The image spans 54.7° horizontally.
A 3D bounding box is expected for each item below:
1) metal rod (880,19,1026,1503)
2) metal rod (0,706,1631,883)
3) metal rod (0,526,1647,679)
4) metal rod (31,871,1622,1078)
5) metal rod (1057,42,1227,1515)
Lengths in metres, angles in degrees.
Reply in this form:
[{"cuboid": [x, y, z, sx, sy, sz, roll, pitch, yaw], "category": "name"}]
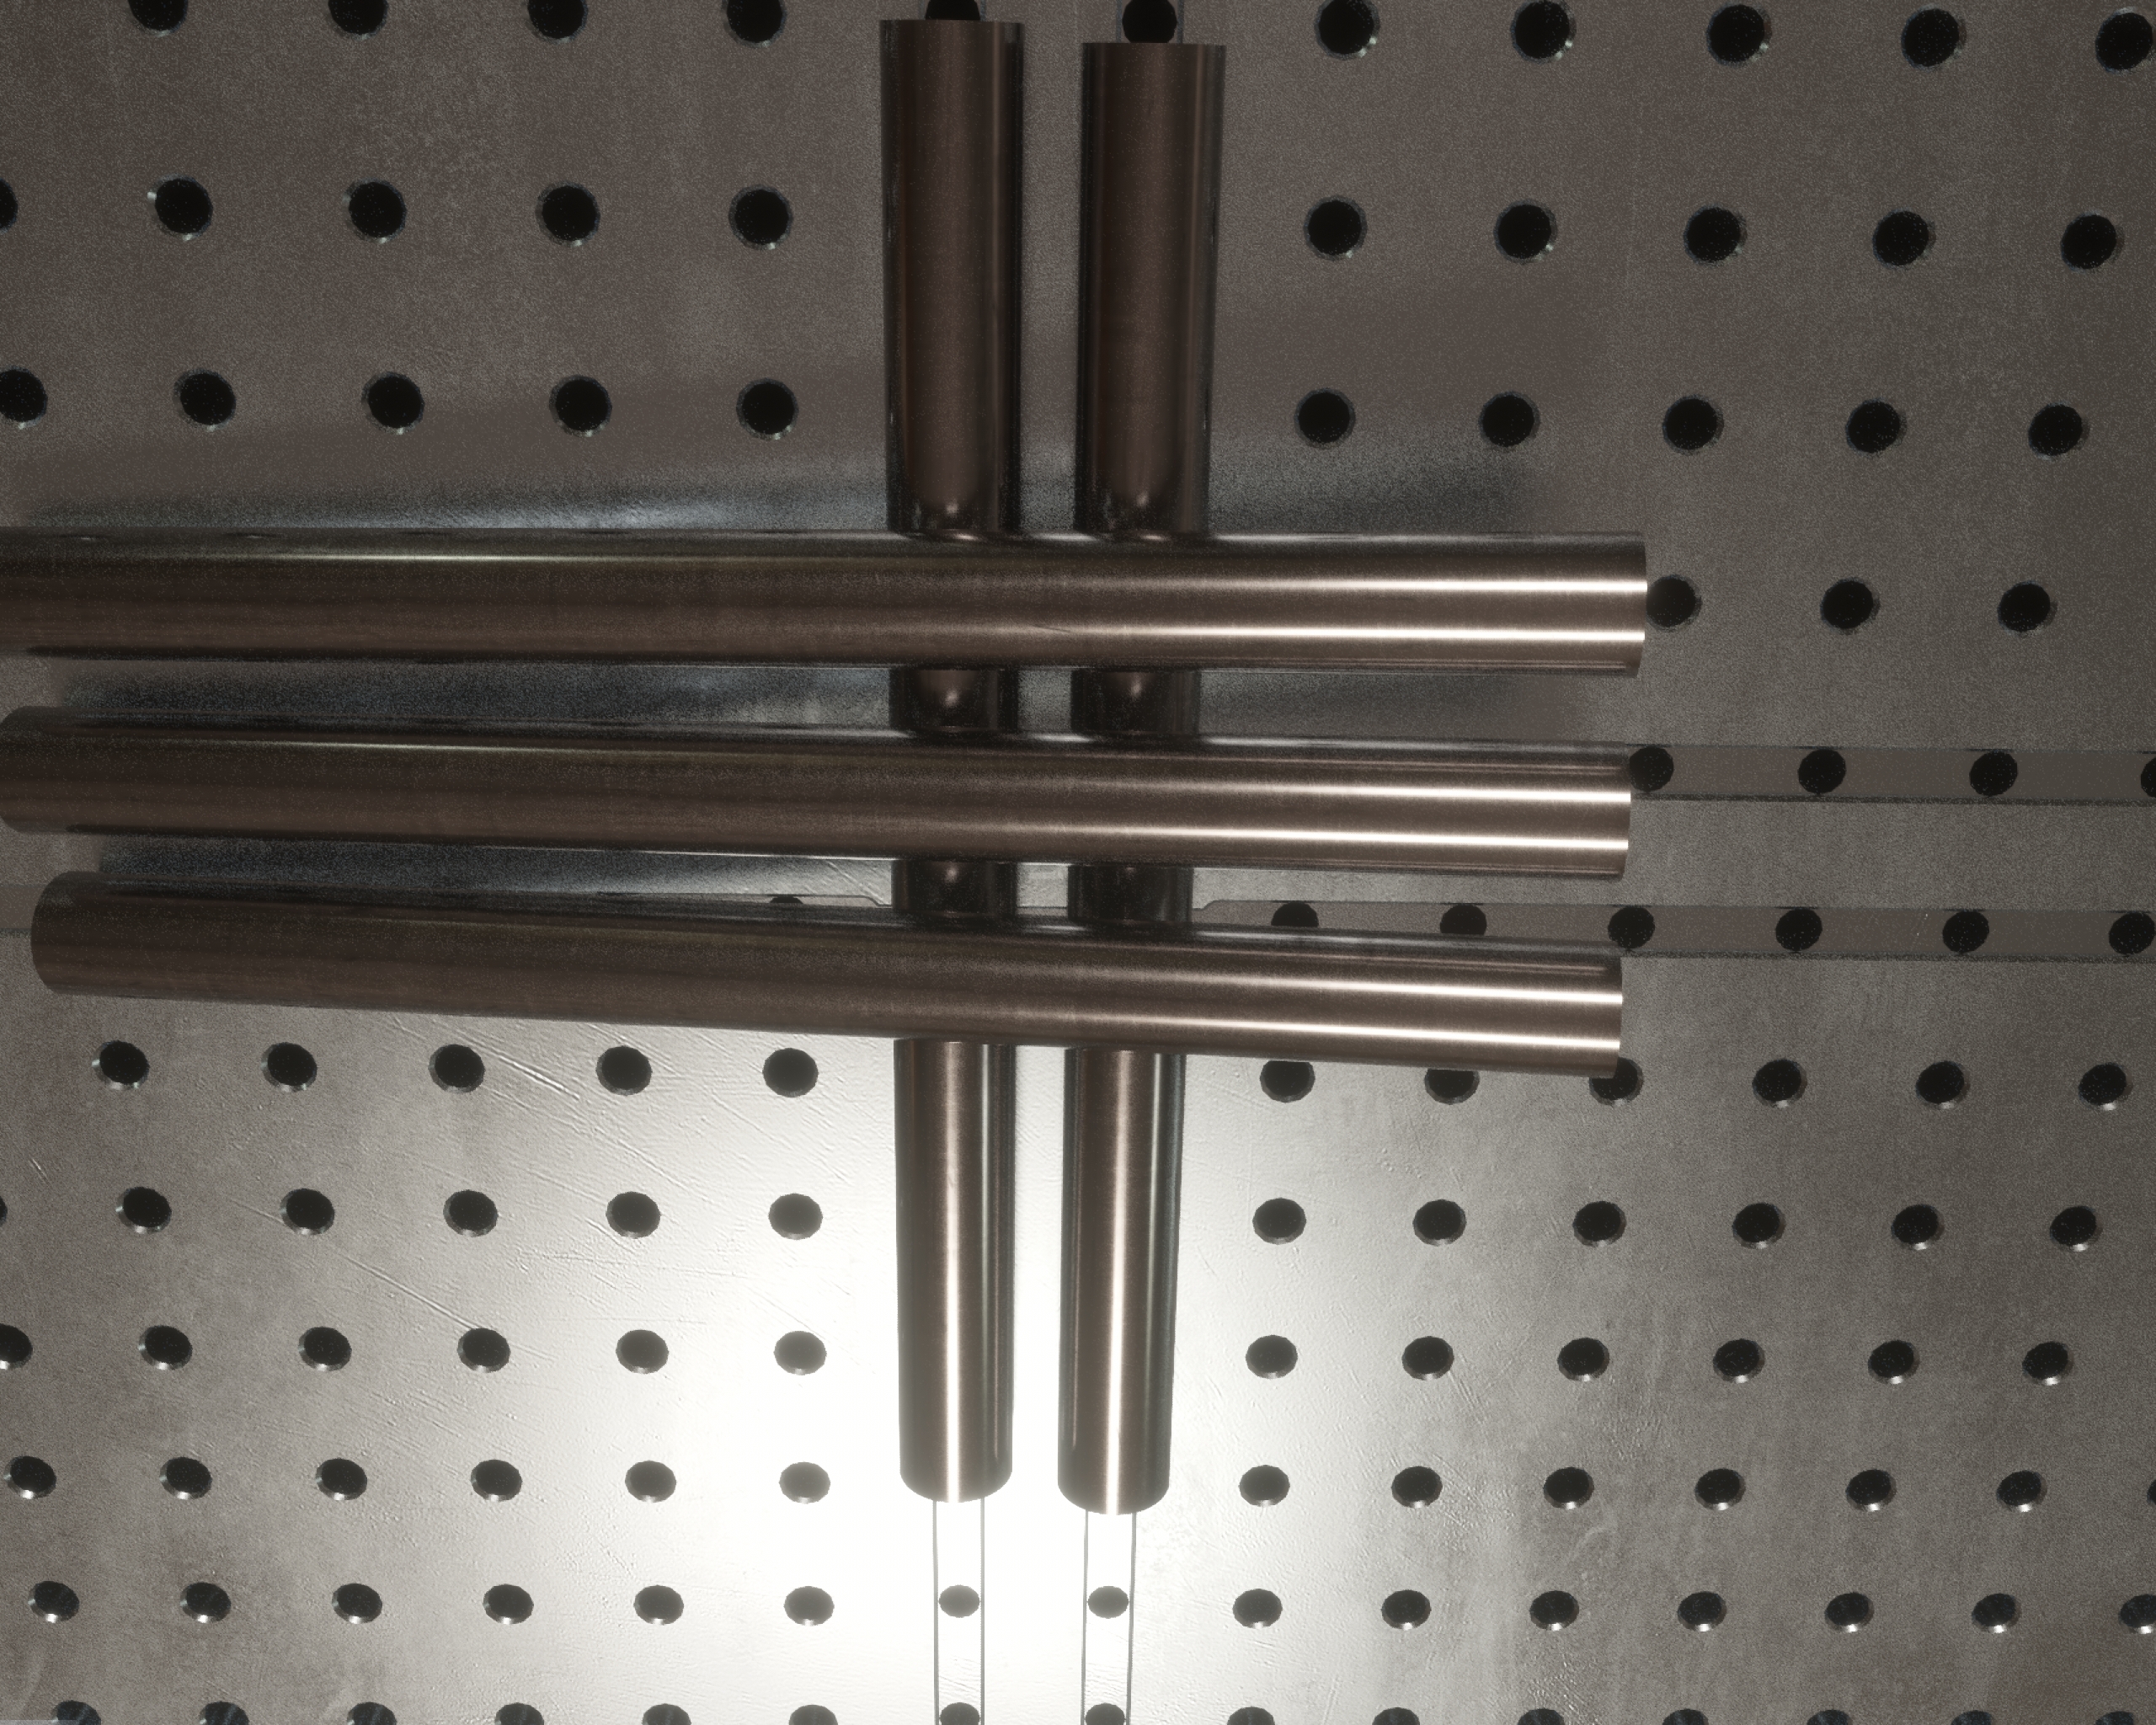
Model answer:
[{"cuboid": [-0.024, -0.005, 0.411, 0.025, 0.025, 0.298, 1, 110, -1], "category": "metal rod"}, {"cuboid": [-0.054, -0.013, 0.386, 0.302, 0.025, 0.025, 2, 110, 7], "category": "metal rod"}, {"cuboid": [-0.055, -0.047, 0.373, 0.302, 0.025, 0.025, 1, 110, 7], "category": "metal rod"}, {"cuboid": [-0.052, 0.020, 0.398, 0.302, 0.025, 0.025, 2, 110, 7], "category": "metal rod"}, {"cuboid": [0.011, -0.002, 0.413, 0.025, 0.025, 0.298, 1, 110, -1], "category": "metal rod"}]
